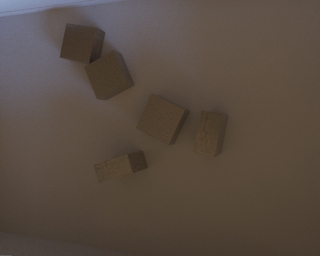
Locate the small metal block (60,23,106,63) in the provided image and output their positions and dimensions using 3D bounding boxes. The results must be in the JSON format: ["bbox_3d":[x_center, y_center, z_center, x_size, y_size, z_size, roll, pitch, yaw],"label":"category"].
[{"bbox_3d":[-0.112,-0.120,0.449,0.050,0.025,0.050,14,95,19],"label":"small metal block"}]

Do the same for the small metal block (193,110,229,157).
[{"bbox_3d":[0.063,0.006,0.375,0.025,0.050,0.050,11,94,19],"label":"small metal block"}]

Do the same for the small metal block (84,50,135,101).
[{"bbox_3d":[-0.071,-0.073,0.434,0.050,0.025,0.050,-25,82,18],"label":"small metal block"}]

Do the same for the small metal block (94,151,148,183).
[{"bbox_3d":[-0.051,0.051,0.414,0.050,0.050,0.025,-19,84,19],"label":"small metal block"}]

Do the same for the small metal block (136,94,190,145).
[{"bbox_3d":[0.004,-0.011,0.408,0.050,0.025,0.050,28,99,17],"label":"small metal block"}]
